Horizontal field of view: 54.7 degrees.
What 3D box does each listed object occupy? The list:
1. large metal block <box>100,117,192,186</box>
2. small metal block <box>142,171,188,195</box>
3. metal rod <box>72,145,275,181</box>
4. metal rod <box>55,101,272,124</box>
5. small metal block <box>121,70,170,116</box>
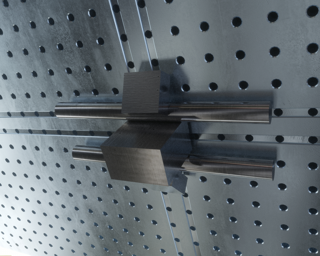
[{"bbox_3d":[-0.014,0.025,0.392,0.080,0.080,0.050,2,119,27],"label":"large metal block"},{"bbox_3d":[0.005,0.072,0.433,0.050,0.025,0.050,3,157,26],"label":"small metal block"},{"bbox_3d":[0.000,0.045,0.434,0.301,0.025,0.025,2,120,27],"label":"metal rod"},{"bbox_3d":[-0.015,-0.022,0.400,0.301,0.025,0.025,2,120,27],"label":"metal rod"},{"bbox_3d":[-0.017,-0.041,0.375,0.050,0.025,0.050,1,84,27],"label":"small metal block"}]
